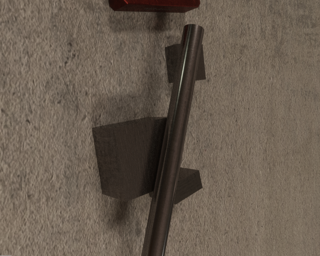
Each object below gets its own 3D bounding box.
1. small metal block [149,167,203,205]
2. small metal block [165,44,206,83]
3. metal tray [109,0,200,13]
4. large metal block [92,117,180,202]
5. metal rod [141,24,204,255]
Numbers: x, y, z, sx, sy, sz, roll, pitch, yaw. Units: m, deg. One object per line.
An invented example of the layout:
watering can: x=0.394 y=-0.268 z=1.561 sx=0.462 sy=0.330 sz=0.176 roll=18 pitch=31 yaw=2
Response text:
small metal block: x=0.019 y=0.073 z=0.406 sx=0.050 sy=0.050 sz=0.025 roll=-21 pitch=104 yaw=-38
small metal block: x=0.036 y=-0.091 z=0.437 sx=0.050 sy=0.025 sz=0.050 roll=-11 pitch=98 yaw=-40
metal tray: x=-0.008 y=-0.198 z=0.395 sx=0.131 sy=0.030 sz=0.089 roll=-16 pitch=101 yaw=-39
large metal block: x=-0.027 y=0.032 z=0.368 sx=0.081 sy=0.050 sz=0.079 roll=-13 pitch=98 yaw=-39
metal rod: x=0.014 y=0.025 z=0.353 sx=0.025 sy=0.025 sz=0.299 roll=18 pitch=79 yaw=-39
